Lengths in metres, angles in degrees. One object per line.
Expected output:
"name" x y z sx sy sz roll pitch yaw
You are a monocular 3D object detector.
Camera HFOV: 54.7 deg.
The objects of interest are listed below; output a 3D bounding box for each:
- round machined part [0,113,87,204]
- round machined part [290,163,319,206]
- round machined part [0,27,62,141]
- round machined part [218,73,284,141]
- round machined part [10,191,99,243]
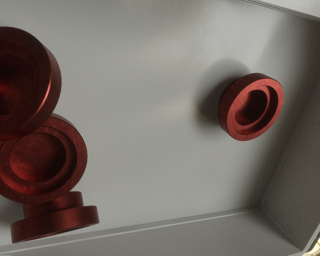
"round machined part" -0.132 0.028 0.334 0.099 0.042 0.097 -8 109 -23
"round machined part" 0.330 0.127 0.659 0.099 0.042 0.097 -14 124 -21
"round machined part" -0.135 -0.036 0.278 0.098 0.098 0.042 -39 167 -2
"round machined part" 0.124 -0.033 0.445 0.099 0.042 0.097 -14 124 -21
"round machined part" -0.126 0.105 0.372 0.099 0.042 0.098 -13 164 -4
